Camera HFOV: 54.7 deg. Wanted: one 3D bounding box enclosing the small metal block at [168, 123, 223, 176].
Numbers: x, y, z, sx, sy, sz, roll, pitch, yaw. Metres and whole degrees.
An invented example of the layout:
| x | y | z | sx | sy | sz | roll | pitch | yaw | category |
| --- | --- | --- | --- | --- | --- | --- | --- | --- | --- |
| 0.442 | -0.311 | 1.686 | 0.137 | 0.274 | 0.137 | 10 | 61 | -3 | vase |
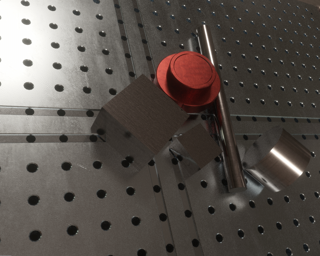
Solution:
| x | y | z | sx | sy | sz | roll | pitch | yaw | category |
| --- | --- | --- | --- | --- | --- | --- | --- | --- | --- |
| 0.048 | 0.028 | 0.419 | 0.050 | 0.025 | 0.050 | -30 | 79 | -38 | small metal block |

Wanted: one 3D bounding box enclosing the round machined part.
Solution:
| x | y | z | sx | sy | sz | roll | pitch | yaw | category |
| --- | --- | --- | --- | --- | --- | --- | --- | --- | --- |
| 0.043 | -0.073 | 0.454 | 0.099 | 0.042 | 0.098 | 6 | 60 | -10 | round machined part |

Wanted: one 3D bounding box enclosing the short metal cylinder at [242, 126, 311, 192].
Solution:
| x | y | z | sx | sy | sz | roll | pitch | yaw | category |
| --- | --- | --- | --- | --- | --- | --- | --- | --- | --- |
| 0.161 | 0.043 | 0.436 | 0.050 | 0.080 | 0.080 | 40 | 51 | -2 | short metal cylinder |

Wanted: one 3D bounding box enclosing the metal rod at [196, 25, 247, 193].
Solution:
| x | y | z | sx | sy | sz | roll | pitch | yaw | category |
| --- | --- | --- | --- | --- | --- | --- | --- | --- | --- |
| 0.091 | -0.047 | 0.488 | 0.025 | 0.025 | 0.299 | 9 | 58 | -24 | metal rod |

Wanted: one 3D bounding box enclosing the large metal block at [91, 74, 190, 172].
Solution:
| x | y | z | sx | sy | sz | roll | pitch | yaw | category |
| --- | --- | --- | --- | --- | --- | --- | --- | --- | --- |
| -0.023 | -0.008 | 0.386 | 0.080 | 0.050 | 0.080 | 42 | 51 | 0 | large metal block |
